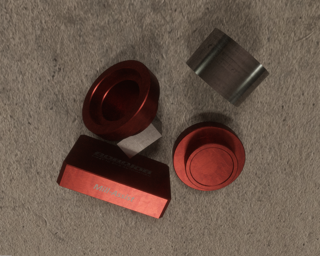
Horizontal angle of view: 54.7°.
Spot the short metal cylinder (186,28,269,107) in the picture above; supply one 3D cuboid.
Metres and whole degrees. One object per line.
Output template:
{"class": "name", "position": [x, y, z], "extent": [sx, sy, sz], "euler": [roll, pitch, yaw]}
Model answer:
{"class": "short metal cylinder", "position": [0.077, -0.069, 0.356], "extent": [0.080, 0.080, 0.050], "euler": [37, 106, -13]}

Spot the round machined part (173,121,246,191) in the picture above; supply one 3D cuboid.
{"class": "round machined part", "position": [0.066, 0.044, 0.418], "extent": [0.099, 0.042, 0.097], "euler": [0, 110, -1]}

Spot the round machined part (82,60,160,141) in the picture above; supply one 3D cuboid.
{"class": "round machined part", "position": [-0.041, -0.029, 0.369], "extent": [0.098, 0.098, 0.042], "euler": [-37, 139, 12]}

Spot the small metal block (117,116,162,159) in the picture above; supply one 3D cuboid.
{"class": "small metal block", "position": [-0.025, 0.006, 0.398], "extent": [0.050, 0.050, 0.025], "euler": [-36, 107, 12]}

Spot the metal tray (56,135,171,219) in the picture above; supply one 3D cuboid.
{"class": "metal tray", "position": [-0.053, 0.058, 0.395], "extent": [0.131, 0.090, 0.030], "euler": [21, 109, -8]}
